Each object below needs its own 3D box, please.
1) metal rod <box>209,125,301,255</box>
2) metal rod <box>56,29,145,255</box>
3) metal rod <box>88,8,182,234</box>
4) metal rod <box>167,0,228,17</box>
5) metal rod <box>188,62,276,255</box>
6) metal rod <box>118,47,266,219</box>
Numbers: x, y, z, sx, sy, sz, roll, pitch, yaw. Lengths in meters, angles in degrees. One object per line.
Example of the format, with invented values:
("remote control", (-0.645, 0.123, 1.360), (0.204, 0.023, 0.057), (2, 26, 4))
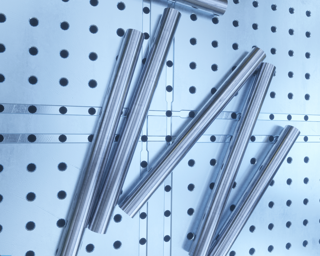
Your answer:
("metal rod", (0.123, 0.122, 0.457), (0.025, 0.025, 0.300), (39, 77, -16))
("metal rod", (-0.073, 0.021, 0.385), (0.025, 0.025, 0.299), (18, 84, -19))
("metal rod", (-0.030, -0.014, 0.401), (0.025, 0.025, 0.299), (21, 83, -19))
("metal rod", (-0.050, -0.195, 0.393), (0.302, 0.025, 0.025), (9, 87, -20))
("metal rod", (0.108, 0.043, 0.451), (0.025, 0.025, 0.299), (25, 82, -18))
("metal rod", (0.053, -0.002, 0.431), (0.025, 0.025, 0.300), (45, 76, -15))
